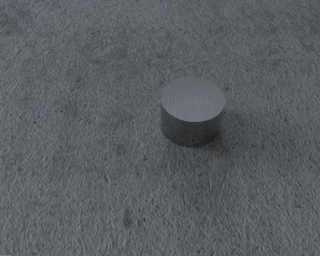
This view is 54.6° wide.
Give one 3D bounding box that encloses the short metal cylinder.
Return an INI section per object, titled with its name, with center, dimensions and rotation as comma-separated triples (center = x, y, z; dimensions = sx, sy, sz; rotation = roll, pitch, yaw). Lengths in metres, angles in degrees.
[short metal cylinder]
center = 0.041, -0.022, 0.406
dimensions = 0.080, 0.050, 0.080
rotation = 0, 50, 0
